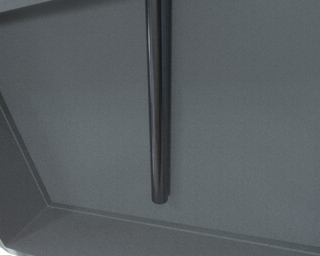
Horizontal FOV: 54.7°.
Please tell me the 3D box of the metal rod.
[{"bbox_3d":[-0.002,-0.019,0.396,0.025,0.025,0.298,13,124,21],"label":"metal rod"}]
